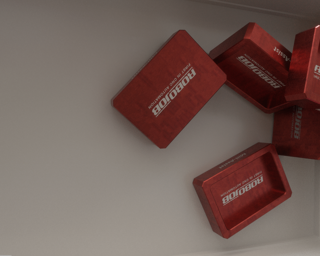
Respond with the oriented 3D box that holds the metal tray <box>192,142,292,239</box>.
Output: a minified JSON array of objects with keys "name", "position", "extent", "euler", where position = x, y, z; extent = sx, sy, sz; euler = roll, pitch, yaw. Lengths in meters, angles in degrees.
[{"name":"metal tray","position":[0.123,0.088,0.452],"extent":[0.131,0.030,0.090],"euler":[-26,99,-18]}]

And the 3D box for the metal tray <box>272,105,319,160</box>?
[{"name":"metal tray","position":[0.211,-0.021,0.452],"extent":[0.030,0.090,0.129],"euler":[6,88,-24]}]

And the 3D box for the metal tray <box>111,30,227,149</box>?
[{"name":"metal tray","position":[0.012,-0.049,0.402],"extent":[0.090,0.030,0.130],"euler":[44,85,-15]}]

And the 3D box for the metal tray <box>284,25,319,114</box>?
[{"name":"metal tray","position":[0.222,-0.060,0.388],"extent":[0.131,0.030,0.090],"euler":[16,82,-23]}]

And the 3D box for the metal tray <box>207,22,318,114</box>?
[{"name":"metal tray","position":[0.138,-0.075,0.423],"extent":[0.130,0.090,0.030],"euler":[32,64,-17]}]
